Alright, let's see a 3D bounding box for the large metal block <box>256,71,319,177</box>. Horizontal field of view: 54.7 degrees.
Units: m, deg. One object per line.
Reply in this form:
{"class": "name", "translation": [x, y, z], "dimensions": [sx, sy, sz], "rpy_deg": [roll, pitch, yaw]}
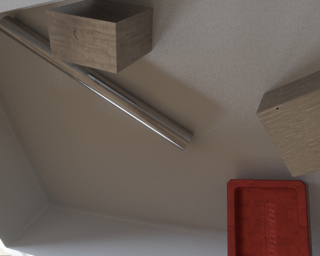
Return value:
{"class": "large metal block", "translation": [0.155, -0.007, 0.306], "dimensions": [0.080, 0.050, 0.080], "rpy_deg": [-24, 106, 36]}

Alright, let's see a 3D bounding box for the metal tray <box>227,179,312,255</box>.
{"class": "metal tray", "translation": [0.128, 0.127, 0.367], "dimensions": [0.090, 0.030, 0.129], "rpy_deg": [-4, 77, 29]}

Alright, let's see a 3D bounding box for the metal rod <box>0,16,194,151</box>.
{"class": "metal rod", "translation": [-0.089, -0.062, 0.414], "dimensions": [0.301, 0.025, 0.025], "rpy_deg": [33, 129, 6]}

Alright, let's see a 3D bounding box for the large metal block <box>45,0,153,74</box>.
{"class": "large metal block", "translation": [-0.062, -0.105, 0.339], "dimensions": [0.080, 0.080, 0.050], "rpy_deg": [16, 125, 18]}
